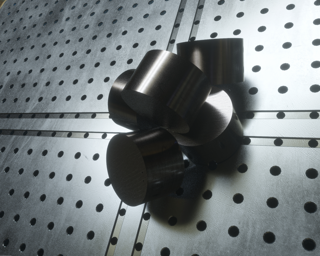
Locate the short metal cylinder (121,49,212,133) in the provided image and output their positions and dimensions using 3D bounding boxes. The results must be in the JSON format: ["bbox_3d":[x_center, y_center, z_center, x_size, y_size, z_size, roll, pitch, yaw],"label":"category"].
[{"bbox_3d":[0.007,-0.037,0.326,0.080,0.080,0.050,19,72,35],"label":"short metal cylinder"}]

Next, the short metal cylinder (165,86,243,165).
[{"bbox_3d":[0.052,-0.003,0.366,0.080,0.050,0.080,-14,55,21],"label":"short metal cylinder"}]

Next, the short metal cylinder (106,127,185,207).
[{"bbox_3d":[-0.018,0.042,0.349,0.080,0.050,0.079,15,110,49],"label":"short metal cylinder"}]

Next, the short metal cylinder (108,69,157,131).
[{"bbox_3d":[-0.021,-0.033,0.404,0.050,0.080,0.080,20,73,36],"label":"short metal cylinder"}]

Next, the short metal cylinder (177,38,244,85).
[{"bbox_3d":[0.062,-0.081,0.381,0.080,0.080,0.050,2,103,29],"label":"short metal cylinder"}]
